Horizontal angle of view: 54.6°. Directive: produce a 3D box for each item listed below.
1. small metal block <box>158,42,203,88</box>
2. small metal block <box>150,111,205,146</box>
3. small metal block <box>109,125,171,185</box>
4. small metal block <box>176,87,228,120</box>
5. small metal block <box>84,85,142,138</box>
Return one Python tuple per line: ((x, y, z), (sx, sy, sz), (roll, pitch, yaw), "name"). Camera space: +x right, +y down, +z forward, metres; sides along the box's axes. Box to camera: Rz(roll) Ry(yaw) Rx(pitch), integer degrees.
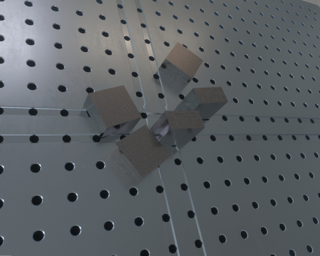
((0.033, -0.100, 0.486), (0.050, 0.025, 0.050), (35, 51, -5), "small metal block")
((0.021, 0.001, 0.402), (0.050, 0.050, 0.025), (-2, 63, -29), "small metal block")
((-0.024, 0.032, 0.376), (0.050, 0.025, 0.050), (-34, 81, -38), "small metal block")
((0.060, -0.034, 0.444), (0.050, 0.050, 0.025), (-7, 65, -31), "small metal block")
((-0.059, -0.022, 0.389), (0.050, 0.025, 0.050), (-20, 72, -35), "small metal block")
